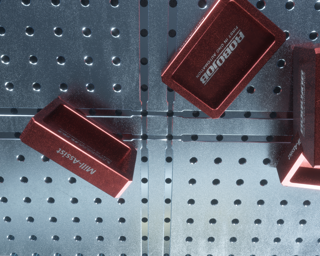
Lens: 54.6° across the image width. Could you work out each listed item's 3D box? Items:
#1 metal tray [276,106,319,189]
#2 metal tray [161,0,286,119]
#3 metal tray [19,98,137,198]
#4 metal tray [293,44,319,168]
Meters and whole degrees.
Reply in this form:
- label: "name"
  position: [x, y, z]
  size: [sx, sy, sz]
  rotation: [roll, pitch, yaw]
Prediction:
- label: "metal tray"
  position: [0.218, 0.029, 0.395]
  size: [0.091, 0.030, 0.129]
  rotation: [7, 134, -3]
- label: "metal tray"
  position: [0.074, -0.087, 0.379]
  size: [0.090, 0.030, 0.130]
  rotation: [35, 106, -12]
- label: "metal tray"
  position: [-0.093, 0.022, 0.385]
  size: [0.130, 0.090, 0.030]
  rotation: [35, 107, -12]
- label: "metal tray"
  position: [0.182, -0.030, 0.361]
  size: [0.030, 0.090, 0.129]
  rotation: [-4, 106, 10]
